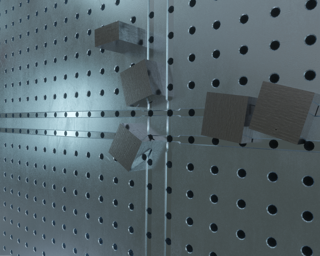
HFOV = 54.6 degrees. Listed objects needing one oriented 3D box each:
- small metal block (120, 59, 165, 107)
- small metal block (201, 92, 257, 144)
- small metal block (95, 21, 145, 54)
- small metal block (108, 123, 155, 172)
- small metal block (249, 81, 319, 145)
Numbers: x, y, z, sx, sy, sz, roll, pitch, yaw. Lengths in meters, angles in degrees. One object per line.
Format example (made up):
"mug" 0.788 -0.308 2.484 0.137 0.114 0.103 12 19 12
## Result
"small metal block" -0.026 -0.061 0.432 0.050 0.025 0.050 -20 77 38
"small metal block" 0.077 -0.012 0.346 0.050 0.025 0.050 12 98 39
"small metal block" -0.057 -0.128 0.441 0.050 0.050 0.025 -3 88 40
"small metal block" -0.042 0.027 0.445 0.050 0.025 0.050 38 113 33
"small metal block" 0.123 -0.016 0.308 0.050 0.025 0.050 23 104 38
